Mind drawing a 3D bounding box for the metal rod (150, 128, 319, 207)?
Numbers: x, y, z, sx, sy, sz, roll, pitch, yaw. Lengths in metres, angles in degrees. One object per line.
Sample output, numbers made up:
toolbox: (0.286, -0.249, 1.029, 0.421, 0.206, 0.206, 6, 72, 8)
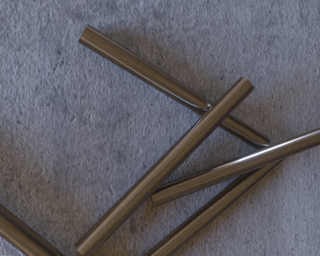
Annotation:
metal rod: (0.129, 0.048, 0.441, 0.302, 0.025, 0.025, -17, 96, -13)

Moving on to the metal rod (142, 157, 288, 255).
metal rod: (0.080, 0.112, 0.440, 0.302, 0.025, 0.025, -34, 102, -17)

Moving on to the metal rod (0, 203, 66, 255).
metal rod: (-0.167, 0.113, 0.347, 0.300, 0.025, 0.025, 46, 76, -15)

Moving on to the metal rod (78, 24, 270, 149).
metal rod: (0.032, -0.045, 0.421, 0.301, 0.025, 0.025, 29, 80, -18)

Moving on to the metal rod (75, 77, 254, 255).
metal rod: (0.012, 0.045, 0.397, 0.300, 0.025, 0.025, -45, 105, -8)
